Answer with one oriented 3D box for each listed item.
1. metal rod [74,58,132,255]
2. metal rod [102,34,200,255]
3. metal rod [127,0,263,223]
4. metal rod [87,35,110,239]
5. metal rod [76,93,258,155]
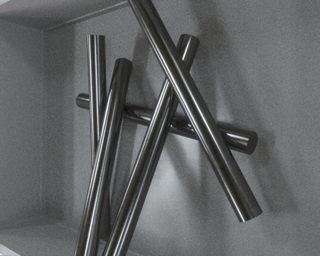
[{"bbox_3d":[-0.070,0.040,0.390,0.025,0.025,0.299,-15,57,39],"label":"metal rod"},{"bbox_3d":[-0.012,0.031,0.358,0.025,0.025,0.299,13,80,39],"label":"metal rod"},{"bbox_3d":[0.028,-0.043,0.341,0.025,0.025,0.299,-34,75,35],"label":"metal rod"},{"bbox_3d":[-0.089,0.019,0.454,0.025,0.025,0.298,9,103,39],"label":"metal rod"},{"bbox_3d":[-0.016,-0.015,0.419,0.300,0.025,0.025,15,100,39],"label":"metal rod"}]
